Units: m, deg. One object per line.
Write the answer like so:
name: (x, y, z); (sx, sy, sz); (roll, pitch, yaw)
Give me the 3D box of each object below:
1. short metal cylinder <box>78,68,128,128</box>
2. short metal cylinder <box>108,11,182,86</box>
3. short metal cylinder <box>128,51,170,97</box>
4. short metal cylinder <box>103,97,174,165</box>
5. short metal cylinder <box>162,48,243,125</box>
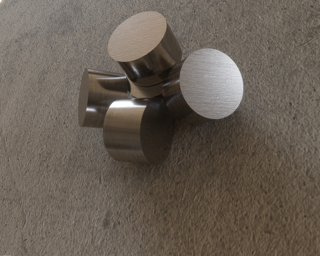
short metal cylinder: (-0.081, -0.039, 0.428); (0.080, 0.050, 0.079); (-174, 90, -67)
short metal cylinder: (-0.018, -0.100, 0.394); (0.080, 0.050, 0.080); (-13, 56, 20)
short metal cylinder: (0.001, -0.060, 0.425); (0.080, 0.050, 0.080); (-13, 56, 20)
short metal cylinder: (-0.024, 0.003, 0.378); (0.050, 0.080, 0.080); (2, 63, 29)
short metal cylinder: (0.049, -0.046, 0.364); (0.080, 0.080, 0.050); (-62, 16, -16)
